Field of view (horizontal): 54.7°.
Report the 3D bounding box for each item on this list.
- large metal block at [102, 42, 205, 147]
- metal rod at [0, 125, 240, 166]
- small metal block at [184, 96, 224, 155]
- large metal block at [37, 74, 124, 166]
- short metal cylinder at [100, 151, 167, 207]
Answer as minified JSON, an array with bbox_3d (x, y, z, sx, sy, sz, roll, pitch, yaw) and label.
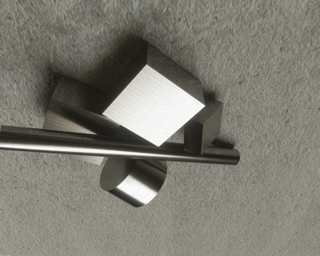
[{"bbox_3d":[-0.007,-0.036,0.358,0.080,0.050,0.080,32,123,-25],"label":"large metal block"},{"bbox_3d":[-0.026,0.025,0.376,0.302,0.025,0.025,7,132,-28],"label":"metal rod"},{"bbox_3d":[0.054,-0.003,0.387,0.025,0.050,0.050,24,137,27],"label":"small metal block"},{"bbox_3d":[-0.097,-0.008,0.384,0.080,0.050,0.079,19,127,-16],"label":"large metal block"},{"bbox_3d":[-0.037,0.060,0.423,0.080,0.080,0.050,-36,122,26],"label":"short metal cylinder"}]
